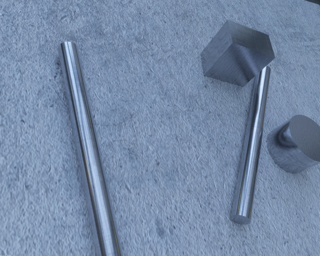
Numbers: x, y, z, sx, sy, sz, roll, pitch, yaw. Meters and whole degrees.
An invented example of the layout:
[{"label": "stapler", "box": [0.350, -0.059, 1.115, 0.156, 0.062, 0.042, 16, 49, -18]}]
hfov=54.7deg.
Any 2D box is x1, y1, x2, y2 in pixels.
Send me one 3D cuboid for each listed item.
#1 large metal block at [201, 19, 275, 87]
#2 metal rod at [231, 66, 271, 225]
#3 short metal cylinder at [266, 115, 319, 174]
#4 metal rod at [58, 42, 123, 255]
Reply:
[{"label": "large metal block", "box": [0.125, -0.119, 0.508, 0.081, 0.080, 0.050, 12, 57, -22]}, {"label": "metal rod", "box": [0.146, 0.005, 0.479, 0.025, 0.025, 0.300, 30, 52, -10]}, {"label": "short metal cylinder", "box": [0.218, 0.026, 0.489, 0.081, 0.050, 0.080, 14, 56, -21]}, {"label": "metal rod", "box": [-0.079, 0.028, 0.344, 0.025, 0.025, 0.299, -3, 63, -30]}]
